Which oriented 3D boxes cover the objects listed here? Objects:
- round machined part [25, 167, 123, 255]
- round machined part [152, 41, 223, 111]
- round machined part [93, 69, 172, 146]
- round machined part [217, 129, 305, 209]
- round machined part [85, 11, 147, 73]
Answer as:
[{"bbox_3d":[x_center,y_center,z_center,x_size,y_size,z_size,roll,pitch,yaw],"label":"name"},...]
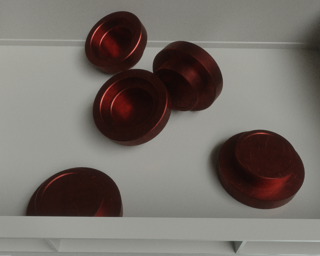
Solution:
[{"bbox_3d":[-0.090,0.082,0.324,0.099,0.042,0.098,0,50,0],"label":"round machined part"},{"bbox_3d":[0.029,-0.061,0.410,0.098,0.097,0.042,28,56,21],"label":"round machined part"},{"bbox_3d":[-0.032,-0.023,0.398,0.098,0.042,0.098,-6,68,15],"label":"round machined part"},{"bbox_3d":[0.119,0.040,0.362,0.099,0.042,0.098,0,50,0],"label":"round machined part"},{"bbox_3d":[-0.064,-0.129,0.484,0.098,0.042,0.098,-8,68,20],"label":"round machined part"}]
